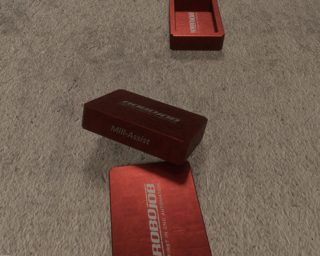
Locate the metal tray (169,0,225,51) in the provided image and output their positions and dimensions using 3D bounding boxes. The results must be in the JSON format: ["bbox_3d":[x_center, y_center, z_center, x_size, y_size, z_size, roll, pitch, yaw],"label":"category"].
[{"bbox_3d":[0.062,-0.192,0.561,0.091,0.030,0.130,0,50,0],"label":"metal tray"}]

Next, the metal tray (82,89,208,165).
[{"bbox_3d":[-0.016,-0.007,0.380,0.130,0.030,0.090,20,25,15],"label":"metal tray"}]

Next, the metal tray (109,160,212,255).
[{"bbox_3d":[-0.003,0.098,0.318,0.091,0.030,0.130,-6,50,-6],"label":"metal tray"}]
